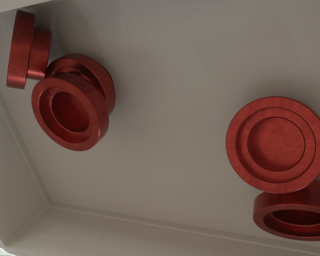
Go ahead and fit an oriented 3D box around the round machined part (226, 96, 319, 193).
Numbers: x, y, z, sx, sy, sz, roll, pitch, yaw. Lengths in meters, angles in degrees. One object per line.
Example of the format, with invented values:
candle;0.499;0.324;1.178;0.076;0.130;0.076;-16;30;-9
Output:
round machined part;0.124;0.016;0.326;0.098;0.042;0.097;2;94;30

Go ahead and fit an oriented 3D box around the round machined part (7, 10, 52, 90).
round machined part;-0.168;-0.097;0.400;0.042;0.098;0.097;8;133;-25

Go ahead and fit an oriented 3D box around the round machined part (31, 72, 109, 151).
round machined part;-0.105;-0.023;0.382;0.098;0.042;0.097;13;124;20

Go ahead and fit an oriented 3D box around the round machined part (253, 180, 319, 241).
round machined part;0.159;0.091;0.355;0.098;0.042;0.097;10;144;8

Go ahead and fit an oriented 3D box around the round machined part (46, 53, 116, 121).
round machined part;-0.102;-0.053;0.416;0.098;0.042;0.097;13;124;20
